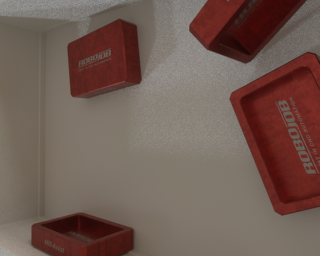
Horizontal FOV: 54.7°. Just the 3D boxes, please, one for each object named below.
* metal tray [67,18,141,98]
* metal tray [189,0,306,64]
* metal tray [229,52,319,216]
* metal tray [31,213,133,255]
[{"bbox_3d":[-0.089,-0.101,0.475,0.130,0.030,0.089,-9,85,39],"label":"metal tray"},{"bbox_3d":[0.097,-0.124,0.283,0.129,0.091,0.030,-50,61,28],"label":"metal tray"},{"bbox_3d":[0.132,0.007,0.293,0.090,0.030,0.129,-29,72,36],"label":"metal tray"},{"bbox_3d":[-0.116,0.160,0.456,0.130,0.091,0.030,1,91,39],"label":"metal tray"}]
